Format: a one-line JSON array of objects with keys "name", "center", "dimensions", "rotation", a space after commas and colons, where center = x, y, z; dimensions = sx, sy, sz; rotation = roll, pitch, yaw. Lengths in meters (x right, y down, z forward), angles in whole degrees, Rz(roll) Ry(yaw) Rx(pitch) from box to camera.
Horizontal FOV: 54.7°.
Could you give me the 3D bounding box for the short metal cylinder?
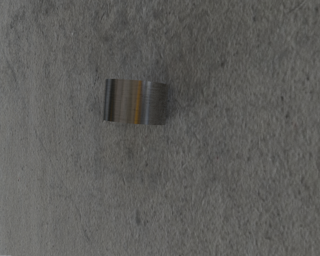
[{"name": "short metal cylinder", "center": [-0.031, -0.033, 0.392], "dimensions": [0.080, 0.081, 0.050], "rotation": [8, 95, 39]}]
